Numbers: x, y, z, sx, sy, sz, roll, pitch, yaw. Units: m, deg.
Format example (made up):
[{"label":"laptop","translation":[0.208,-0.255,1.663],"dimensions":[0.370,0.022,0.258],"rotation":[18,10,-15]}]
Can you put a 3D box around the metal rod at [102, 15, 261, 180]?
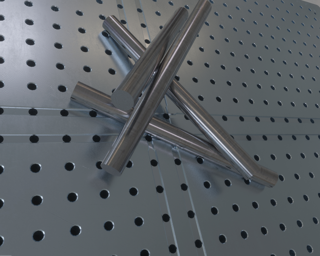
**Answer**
[{"label":"metal rod","translation":[0.022,-0.050,0.429],"dimensions":[0.025,0.025,0.300],"rotation":[-32,73,-38]}]

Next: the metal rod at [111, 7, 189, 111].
[{"label":"metal rod","translation":[0.000,-0.116,0.437],"dimensions":[0.025,0.025,0.301],"rotation":[33,39,-7]}]

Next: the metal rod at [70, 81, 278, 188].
[{"label":"metal rod","translation":[0.029,0.014,0.414],"dimensions":[0.301,0.025,0.025],"rotation":[24,53,-13]}]

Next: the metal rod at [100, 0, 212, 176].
[{"label":"metal rod","translation":[0.007,-0.071,0.407],"dimensions":[0.025,0.025,0.300],"rotation":[32,61,-8]}]
